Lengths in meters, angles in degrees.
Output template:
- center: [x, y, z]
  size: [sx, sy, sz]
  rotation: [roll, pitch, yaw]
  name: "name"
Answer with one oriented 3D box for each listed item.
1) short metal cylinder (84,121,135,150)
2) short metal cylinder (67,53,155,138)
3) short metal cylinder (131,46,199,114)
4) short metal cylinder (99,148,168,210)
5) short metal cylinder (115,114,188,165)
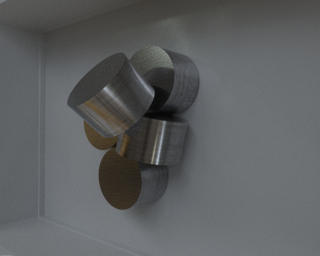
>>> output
- center: [-0.062, -0.010, 0.437]
  size: [0.080, 0.050, 0.079]
  rotation: [0, 90, 39]
  name: "short metal cylinder"
- center: [-0.053, -0.036, 0.339]
  size: [0.080, 0.050, 0.080]
  rotation: [-29, 33, 21]
  name: "short metal cylinder"
- center: [0.001, -0.057, 0.386]
  size: [0.080, 0.050, 0.079]
  rotation: [0, 90, 39]
  name: "short metal cylinder"
- center: [-0.037, 0.064, 0.416]
  size: [0.080, 0.050, 0.079]
  rotation: [0, 90, 39]
  name: "short metal cylinder"
- center: [-0.010, 0.008, 0.376]
  size: [0.080, 0.081, 0.050]
  rotation: [17, 101, 38]
  name: "short metal cylinder"
